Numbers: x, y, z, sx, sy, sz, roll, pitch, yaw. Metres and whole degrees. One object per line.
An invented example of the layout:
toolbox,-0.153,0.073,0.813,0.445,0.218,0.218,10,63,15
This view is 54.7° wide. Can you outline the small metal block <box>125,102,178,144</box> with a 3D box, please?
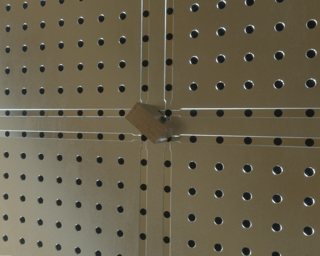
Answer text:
small metal block,-0.010,-0.006,0.402,0.050,0.050,0.025,42,103,15
